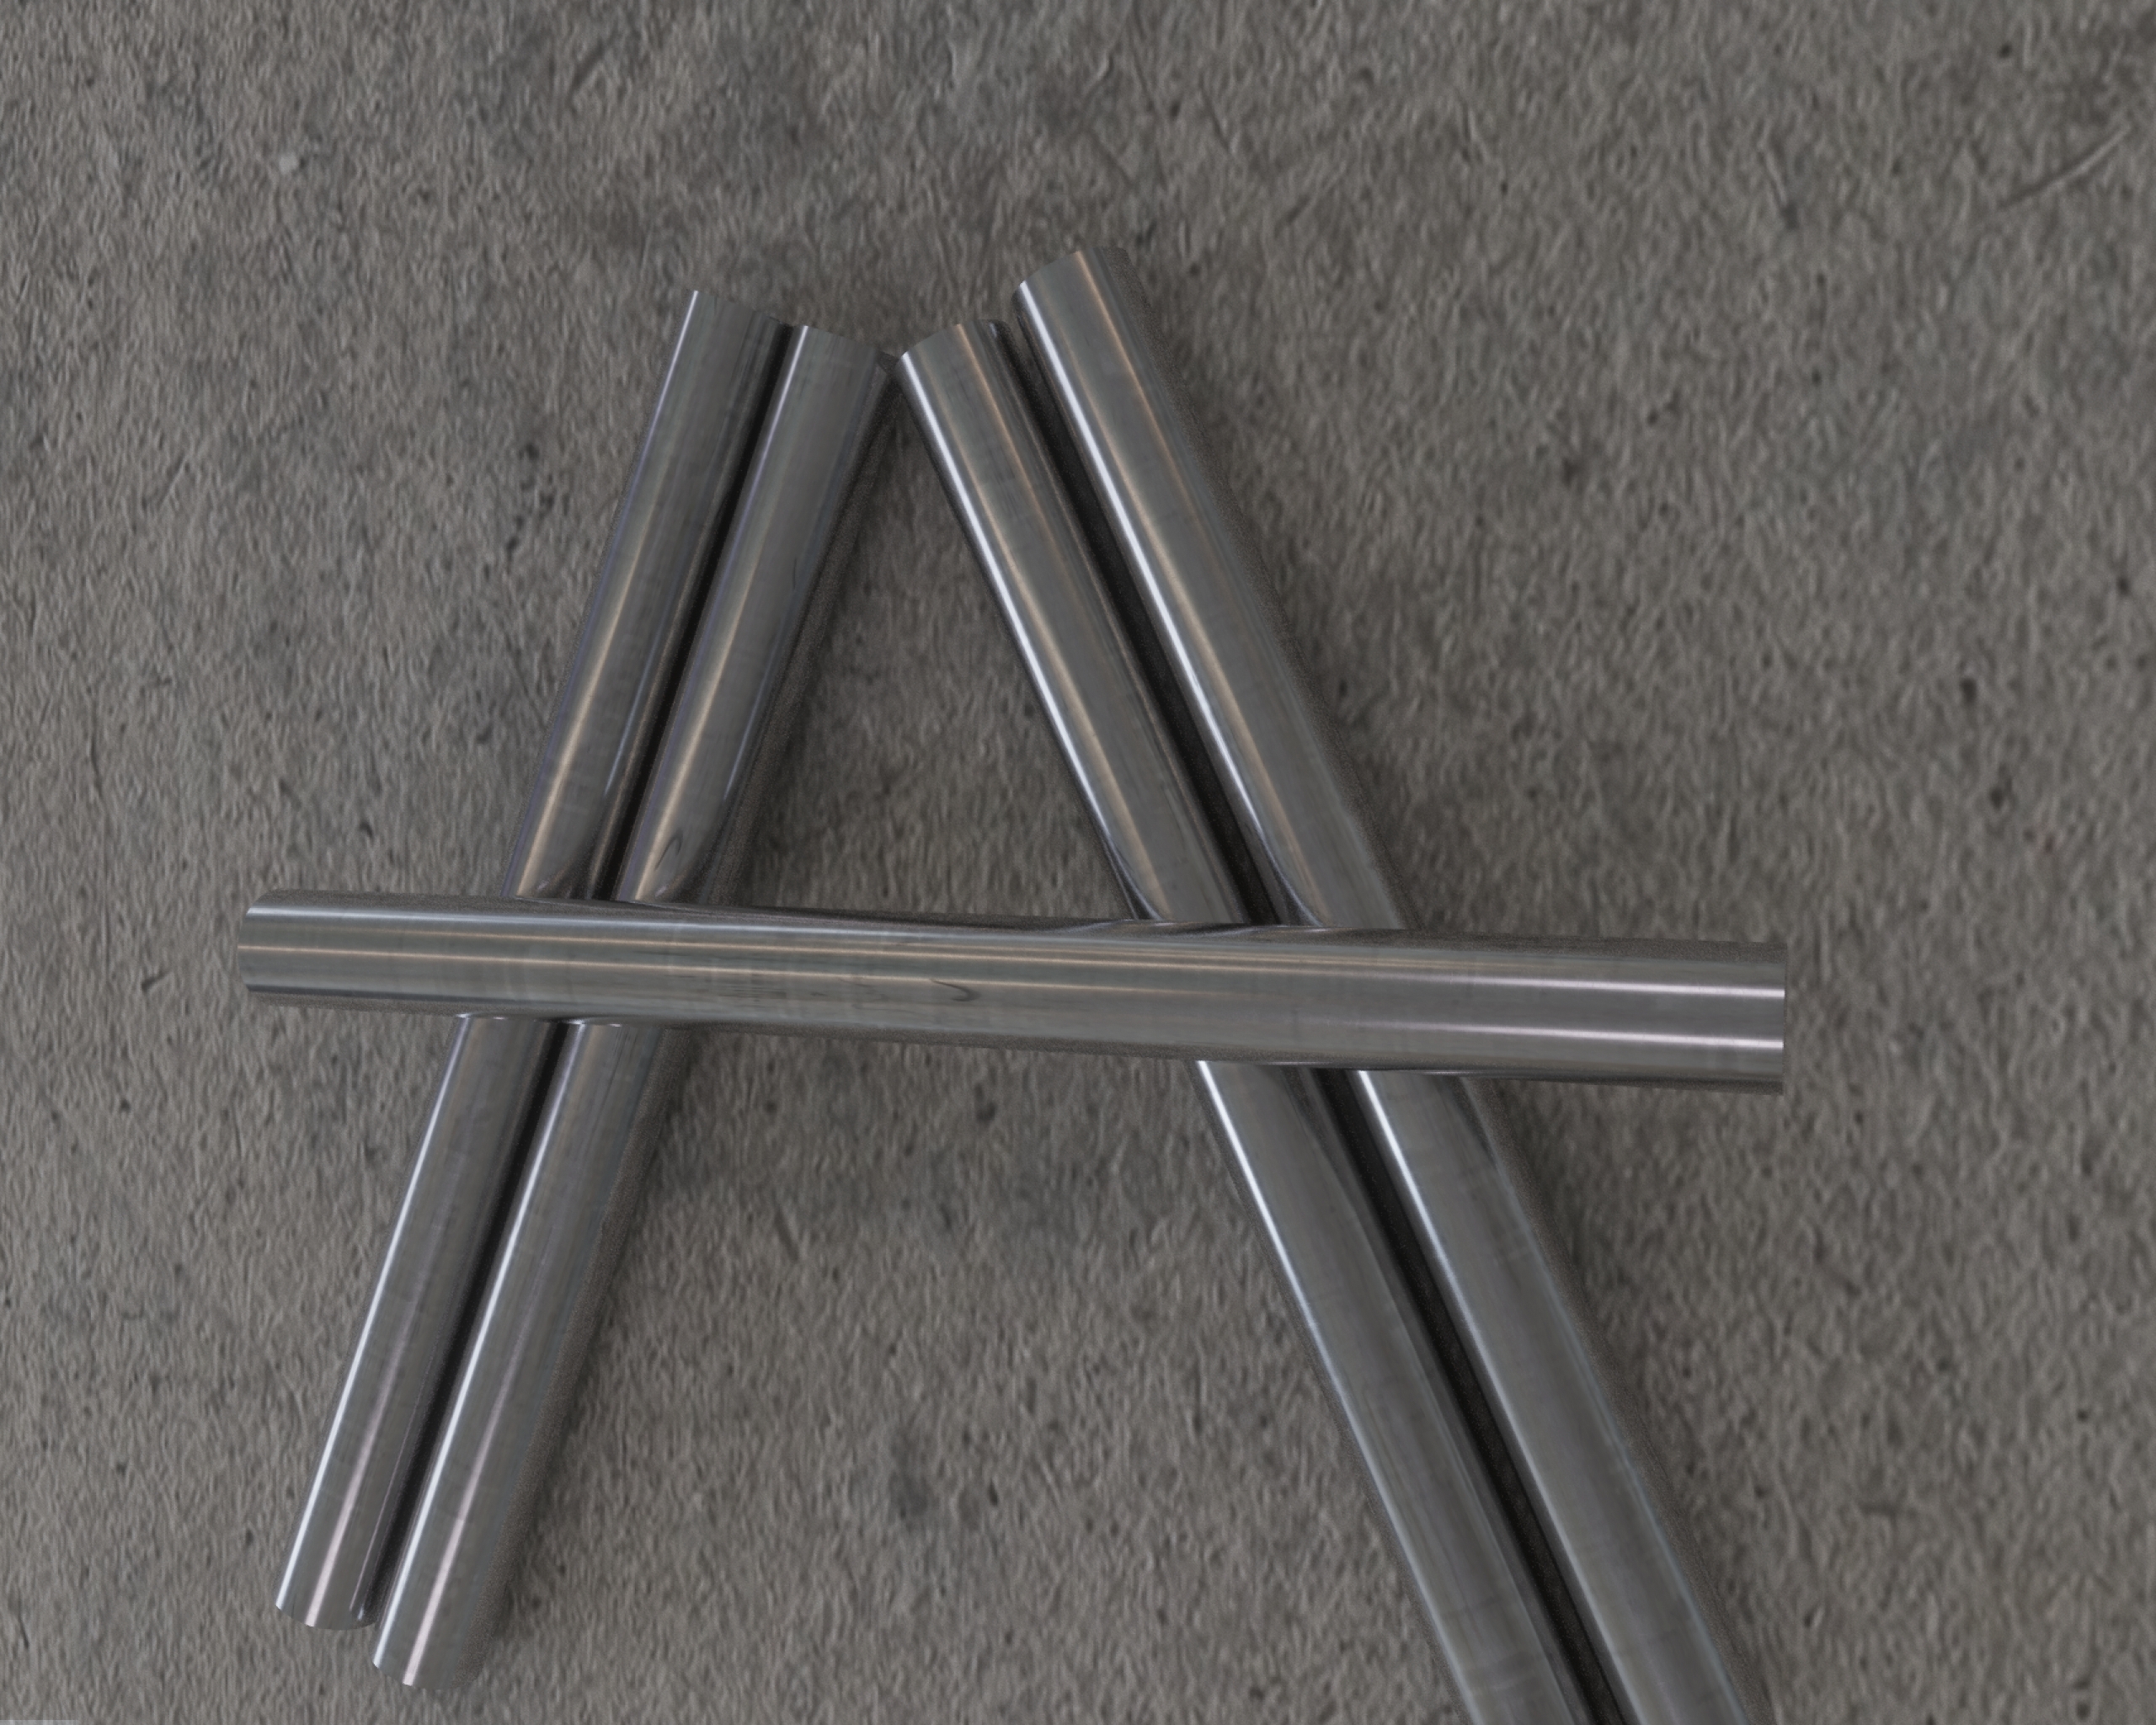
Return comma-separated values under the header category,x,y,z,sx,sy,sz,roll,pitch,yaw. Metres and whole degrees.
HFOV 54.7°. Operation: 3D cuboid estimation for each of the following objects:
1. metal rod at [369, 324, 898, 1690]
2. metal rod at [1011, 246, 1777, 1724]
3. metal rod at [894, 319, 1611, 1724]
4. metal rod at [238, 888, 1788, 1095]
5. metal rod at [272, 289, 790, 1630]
category,x,y,z,sx,sy,sz,roll,pitch,yaw
metal rod,-0.094,0.035,0.442,0.025,0.025,0.298,21,97,18
metal rod,0.056,0.023,0.389,0.025,0.025,0.299,-25,82,18
metal rod,0.032,0.035,0.397,0.025,0.025,0.299,-25,82,18
metal rod,-0.026,0.022,0.390,0.301,0.025,0.025,2,91,19
metal rod,-0.119,0.025,0.450,0.025,0.025,0.298,22,97,18
